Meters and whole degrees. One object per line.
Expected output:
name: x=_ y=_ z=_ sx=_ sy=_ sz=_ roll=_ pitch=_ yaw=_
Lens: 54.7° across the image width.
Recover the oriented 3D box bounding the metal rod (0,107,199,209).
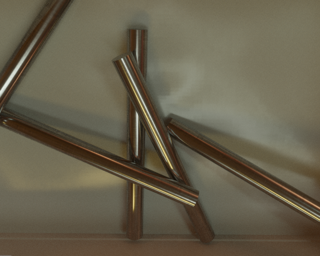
metal rod: x=-0.093 y=0.033 z=0.401 sx=0.301 sy=0.025 sz=0.025 roll=23 pitch=109 yaw=0

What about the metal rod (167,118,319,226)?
metal rod: x=0.140 y=0.072 z=0.387 sx=0.301 sy=0.025 sz=0.025 roll=31 pitch=108 yaw=9

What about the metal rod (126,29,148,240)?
metal rod: x=-0.033 y=0.022 z=0.419 sx=0.025 sy=0.025 sz=0.298 roll=2 pitch=110 yaw=-1

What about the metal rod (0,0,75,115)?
metal rod: x=-0.191 y=-0.041 z=0.370 sx=0.025 sy=0.025 sz=0.299 roll=35 pitch=97 yaw=-12

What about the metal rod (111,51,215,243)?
metal rod: x=0.014 y=0.042 z=0.410 sx=0.025 sy=0.025 sz=0.299 roll=-22 pitch=115 yaw=8
